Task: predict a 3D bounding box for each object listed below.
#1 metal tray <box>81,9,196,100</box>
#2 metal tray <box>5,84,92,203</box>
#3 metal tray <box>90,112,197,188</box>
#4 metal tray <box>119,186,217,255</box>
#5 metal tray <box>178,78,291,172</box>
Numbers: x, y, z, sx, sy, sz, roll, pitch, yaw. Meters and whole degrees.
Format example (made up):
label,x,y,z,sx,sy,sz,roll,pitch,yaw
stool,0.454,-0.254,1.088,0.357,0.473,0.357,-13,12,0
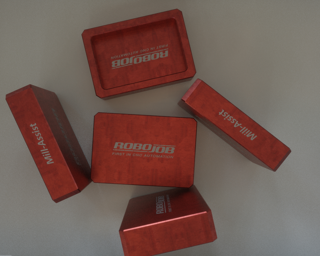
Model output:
label,x,y,z,sx,sy,sz,roll,pitch,yaw
metal tray,-0.027,-0.095,0.407,0.131,0.030,0.089,-13,90,-1
metal tray,-0.127,0.017,0.375,0.030,0.090,0.129,-25,91,-1
metal tray,-0.020,0.028,0.406,0.131,0.030,0.089,3,90,-1
metal tray,0.007,0.101,0.356,0.091,0.130,0.030,-12,91,-1
metal tray,0.084,-0.004,0.377,0.130,0.090,0.030,38,91,-1
